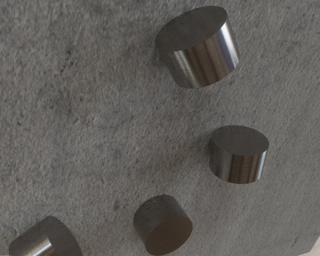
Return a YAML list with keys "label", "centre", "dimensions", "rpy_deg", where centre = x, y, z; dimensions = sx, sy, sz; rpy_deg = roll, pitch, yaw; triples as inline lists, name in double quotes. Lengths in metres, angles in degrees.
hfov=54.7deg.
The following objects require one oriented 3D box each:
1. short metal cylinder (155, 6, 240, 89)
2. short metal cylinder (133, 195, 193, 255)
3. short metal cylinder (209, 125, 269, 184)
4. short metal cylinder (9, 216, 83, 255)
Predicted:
- label: "short metal cylinder"
  centre: [0.041, -0.089, 0.340]
  dimensions: [0.080, 0.080, 0.050]
  rpy_deg: [-36, 129, -5]
- label: "short metal cylinder"
  centre: [0.004, 0.153, 0.490]
  dimensions: [0.081, 0.050, 0.079]
  rpy_deg: [-14, 125, -21]
- label: "short metal cylinder"
  centre: [0.116, 0.038, 0.460]
  dimensions: [0.081, 0.080, 0.050]
  rpy_deg: [-13, 124, -22]
- label: "short metal cylinder"
  centre: [-0.142, 0.160, 0.394]
  dimensions: [0.050, 0.080, 0.080]
  rpy_deg: [-36, 129, -5]
